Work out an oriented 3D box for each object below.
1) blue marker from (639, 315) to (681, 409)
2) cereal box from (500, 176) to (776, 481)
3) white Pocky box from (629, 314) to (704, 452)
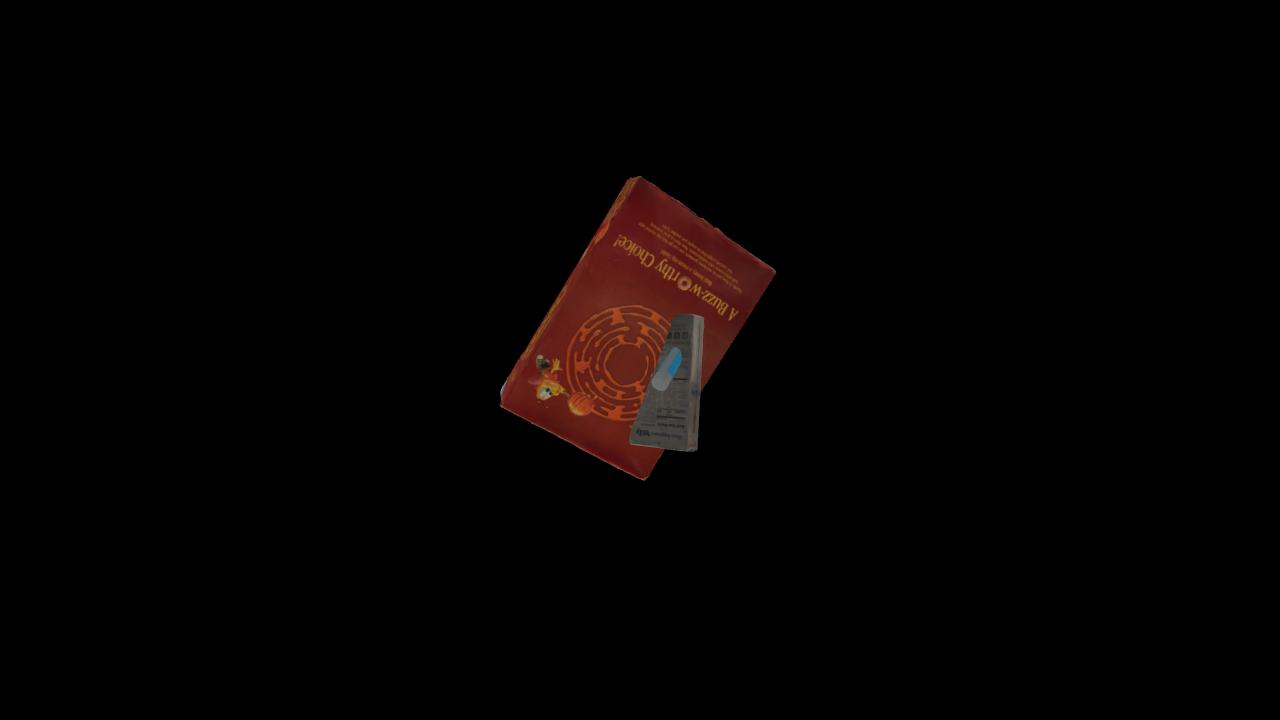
[{"bbox_3d":[0.046,-0.012,0.704,0.020,0.020,0.121,0,40,34],"label":"blue marker"},{"bbox_3d":[-0.005,-0.032,0.737,0.203,0.306,0.081,30,6,-17],"label":"cereal box"},{"bbox_3d":[0.031,0.025,0.714,0.084,0.154,0.028,1,-5,38],"label":"white Pocky box"}]
